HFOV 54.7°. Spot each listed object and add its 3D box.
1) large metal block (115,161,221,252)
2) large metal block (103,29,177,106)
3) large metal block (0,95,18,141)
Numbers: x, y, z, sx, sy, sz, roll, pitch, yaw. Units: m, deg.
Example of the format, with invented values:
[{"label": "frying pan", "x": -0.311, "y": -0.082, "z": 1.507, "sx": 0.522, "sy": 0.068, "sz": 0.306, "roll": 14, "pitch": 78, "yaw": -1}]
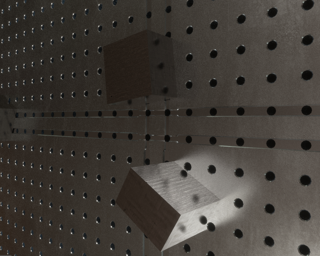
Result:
[{"label": "large metal block", "x": 0.010, "y": 0.086, "z": 0.364, "sx": 0.080, "sy": 0.081, "sz": 0.050, "roll": 38, "pitch": 113, "yaw": 33}, {"label": "large metal block", "x": -0.027, "y": -0.075, "z": 0.414, "sx": 0.080, "sy": 0.050, "sz": 0.080, "roll": -7, "pitch": 85, "yaw": 39}, {"label": "large metal block", "x": -0.370, "y": -0.024, "z": 0.694, "sx": 0.080, "sy": 0.050, "sz": 0.079, "roll": 33, "pitch": 110, "yaw": 35}]
